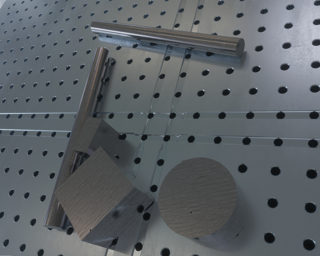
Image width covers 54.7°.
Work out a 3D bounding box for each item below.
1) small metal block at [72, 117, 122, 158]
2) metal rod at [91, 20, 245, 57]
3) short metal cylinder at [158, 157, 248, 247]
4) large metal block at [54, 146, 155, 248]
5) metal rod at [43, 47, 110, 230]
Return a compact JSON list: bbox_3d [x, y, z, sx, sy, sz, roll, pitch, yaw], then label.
[{"bbox_3d":[-0.085,0.020,0.425,0.025,0.050,0.050,8,66,32],"label":"small metal block"},{"bbox_3d":[-0.007,-0.150,0.504,0.300,0.025,0.025,20,73,35],"label":"metal rod"},{"bbox_3d":[0.045,0.077,0.321,0.080,0.050,0.080,-13,56,21],"label":"short metal cylinder"},{"bbox_3d":[-0.069,0.083,0.377,0.080,0.050,0.080,-45,51,-3],"label":"large metal block"},{"bbox_3d":[-0.120,-0.002,0.472,0.025,0.025,0.299,-6,59,25],"label":"metal rod"}]
